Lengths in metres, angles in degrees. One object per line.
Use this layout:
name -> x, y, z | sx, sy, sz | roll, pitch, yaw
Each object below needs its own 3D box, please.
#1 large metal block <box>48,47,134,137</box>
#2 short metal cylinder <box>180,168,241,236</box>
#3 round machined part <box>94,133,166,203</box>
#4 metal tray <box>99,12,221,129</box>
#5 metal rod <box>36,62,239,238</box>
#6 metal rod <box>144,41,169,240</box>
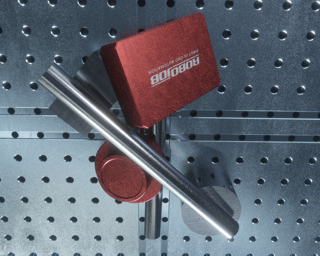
large metal block -> -0.076, -0.047, 0.367 | 0.050, 0.080, 0.080 | 40, 105, -14
short metal cylinder -> 0.069, 0.104, 0.440 | 0.081, 0.050, 0.079 | 0, 110, -1
round machined part -> -0.042, 0.058, 0.408 | 0.098, 0.042, 0.097 | 6, 111, 16
metal tray -> 0.008, -0.067, 0.344 | 0.131, 0.030, 0.090 | -32, 113, -34
metal rod -> -0.007, 0.040, 0.353 | 0.025, 0.025, 0.300 | -42, 113, 13
metal rod -> -0.005, 0.023, 0.421 | 0.025, 0.025, 0.298 | 2, 110, -1
